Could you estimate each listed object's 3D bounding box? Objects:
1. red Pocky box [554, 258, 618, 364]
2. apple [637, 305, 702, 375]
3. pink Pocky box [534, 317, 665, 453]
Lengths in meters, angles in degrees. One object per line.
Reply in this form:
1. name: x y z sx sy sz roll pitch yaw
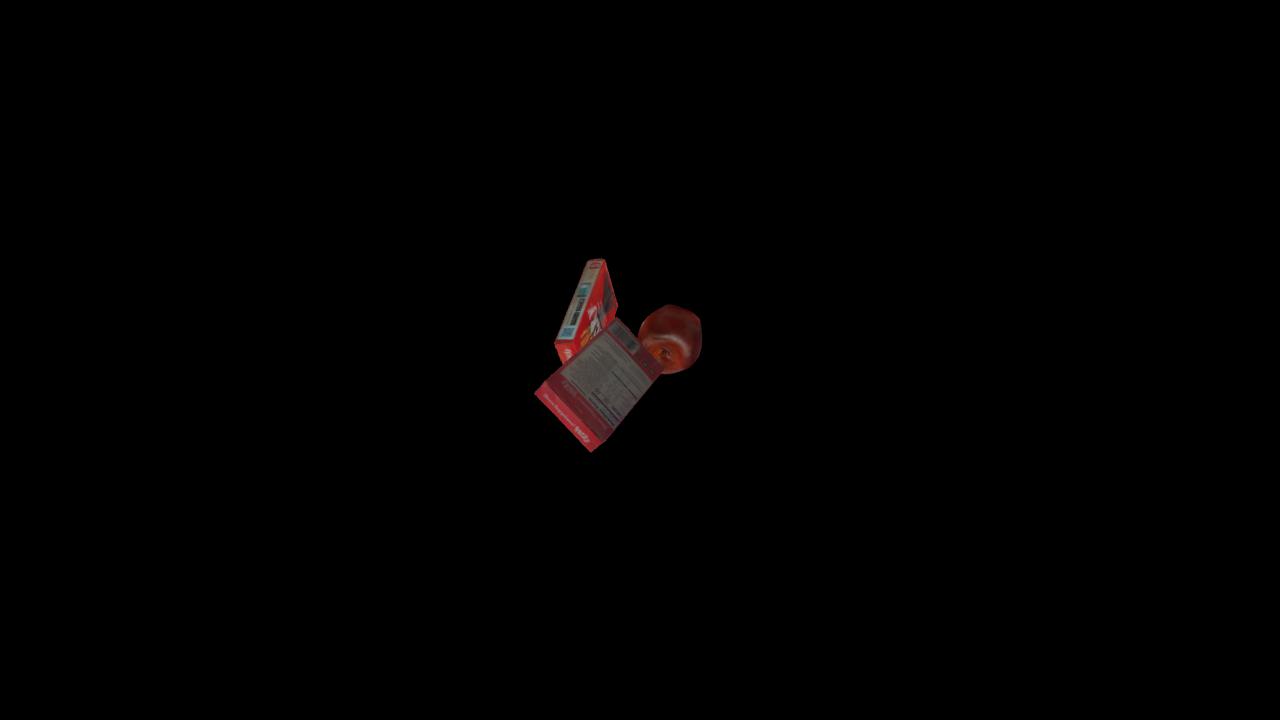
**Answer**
1. red Pocky box: -0.063 -0.046 0.768 0.028 0.155 0.083 1 -42 15
2. apple: 0.038 -0.027 0.734 0.079 0.079 0.093 0 30 15
3. pink Pocky box: -0.038 0.022 0.656 0.029 0.084 0.155 -41 5 38
